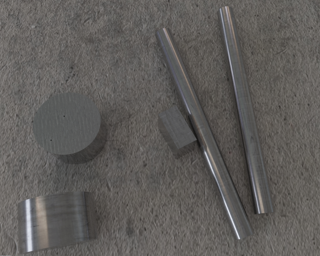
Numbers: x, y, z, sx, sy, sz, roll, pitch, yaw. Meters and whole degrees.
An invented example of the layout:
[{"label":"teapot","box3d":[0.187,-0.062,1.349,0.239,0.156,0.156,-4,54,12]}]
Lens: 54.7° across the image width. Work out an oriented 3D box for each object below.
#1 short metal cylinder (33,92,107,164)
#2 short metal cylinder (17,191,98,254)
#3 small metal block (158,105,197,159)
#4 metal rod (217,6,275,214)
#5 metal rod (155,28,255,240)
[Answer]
[{"label":"short metal cylinder","box3d":[-0.111,0.002,0.393,0.081,0.050,0.080,0,70,0]},{"label":"short metal cylinder","box3d":[-0.111,0.104,0.340,0.081,0.080,0.050,-10,71,-4]},{"label":"small metal block","box3d":[0.021,0.007,0.393,0.025,0.050,0.050,-27,72,-9]},{"label":"metal rod","box3d":[0.112,-0.037,0.422,0.025,0.025,0.299,-5,70,-2]},{"label":"metal rod","box3d":[0.052,-0.006,0.410,0.025,0.025,0.299,-17,71,-6]}]
